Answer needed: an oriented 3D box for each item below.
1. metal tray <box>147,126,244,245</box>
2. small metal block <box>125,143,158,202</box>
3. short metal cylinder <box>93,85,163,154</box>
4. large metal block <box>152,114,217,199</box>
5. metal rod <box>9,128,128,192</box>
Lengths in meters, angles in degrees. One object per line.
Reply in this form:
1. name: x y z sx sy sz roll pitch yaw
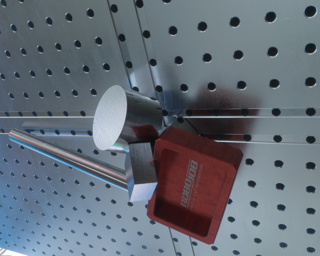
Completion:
1. metal tray: 0.036 0.070 0.363 0.090 0.030 0.129 19 126 17
2. small metal block: -0.024 0.052 0.361 0.025 0.050 0.050 -3 147 -15
3. short metal cylinder: -0.042 -0.008 0.383 0.050 0.080 0.080 15 140 -36
4. large metal block: 0.020 0.042 0.408 0.080 0.050 0.080 46 129 -5
5. metal rod: -0.136 0.045 0.470 0.300 0.025 0.025 15 125 33
